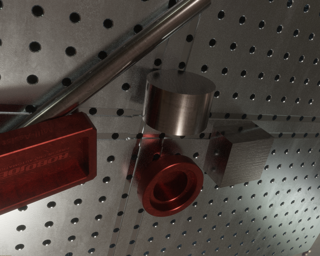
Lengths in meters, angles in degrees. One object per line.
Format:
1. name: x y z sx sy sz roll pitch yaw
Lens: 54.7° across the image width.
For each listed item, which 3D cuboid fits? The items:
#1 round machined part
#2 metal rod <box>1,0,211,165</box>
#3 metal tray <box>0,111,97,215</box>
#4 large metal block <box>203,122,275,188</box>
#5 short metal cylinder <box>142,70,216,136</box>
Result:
1. round machined part: 0.012 0.080 0.458 0.099 0.042 0.097 -14 125 -21
2. metal rod: -0.069 -0.055 0.340 0.301 0.025 0.025 -38 130 -3
3. metal tray: -0.135 0.040 0.333 0.131 0.030 0.089 -19 141 -28
4. large metal block: 0.122 0.041 0.490 0.081 0.050 0.079 -6 121 -26
5. short metal cylinder: 0.021 -0.033 0.369 0.081 0.080 0.050 -7 122 -26
